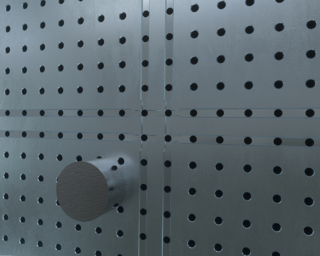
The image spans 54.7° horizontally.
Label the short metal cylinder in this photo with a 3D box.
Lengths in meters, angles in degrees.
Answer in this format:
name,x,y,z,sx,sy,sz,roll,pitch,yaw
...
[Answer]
name,x,y,z,sx,sy,sz,roll,pitch,yaw
short metal cylinder,-0.095,0.084,0.432,0.080,0.050,0.079,0,90,19
